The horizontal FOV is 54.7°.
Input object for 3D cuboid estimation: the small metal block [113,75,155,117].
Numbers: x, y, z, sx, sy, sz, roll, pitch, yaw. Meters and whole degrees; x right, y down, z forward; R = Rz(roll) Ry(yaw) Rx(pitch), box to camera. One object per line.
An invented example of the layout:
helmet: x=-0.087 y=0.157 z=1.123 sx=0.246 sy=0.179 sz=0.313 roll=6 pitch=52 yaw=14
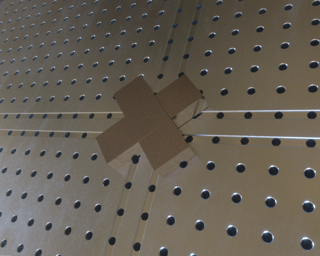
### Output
small metal block: x=-0.033 y=-0.041 z=0.449 sx=0.050 sy=0.025 sz=0.050 roll=-35 pitch=51 yaw=4

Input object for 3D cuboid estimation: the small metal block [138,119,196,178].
small metal block: x=0.008 y=0.025 z=0.387 sx=0.050 sy=0.025 sz=0.050 roll=-35 pitch=51 yaw=4

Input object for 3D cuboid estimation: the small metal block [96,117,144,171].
small metal block: x=-0.053 y=0.021 z=0.421 sx=0.050 sy=0.025 sz=0.050 roll=-35 pitch=51 yaw=4

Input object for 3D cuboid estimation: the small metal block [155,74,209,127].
small metal block: x=0.029 y=-0.037 z=0.414 sx=0.050 sy=0.025 sz=0.050 roll=-35 pitch=51 yaw=4

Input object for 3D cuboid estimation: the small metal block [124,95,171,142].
small metal block: x=-0.013 y=-0.008 z=0.417 sx=0.050 sy=0.025 sz=0.050 roll=-35 pitch=51 yaw=4
